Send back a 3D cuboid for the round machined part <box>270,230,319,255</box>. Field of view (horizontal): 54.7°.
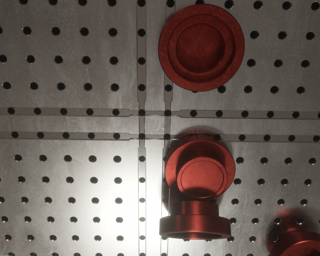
[{"bbox_3d":[0.219,0.200,0.481,0.099,0.042,0.097,0,110,-1],"label":"round machined part"}]

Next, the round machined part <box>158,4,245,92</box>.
[{"bbox_3d":[0.047,-0.096,0.370,0.099,0.042,0.097,0,110,-1],"label":"round machined part"}]

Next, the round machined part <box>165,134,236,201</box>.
[{"bbox_3d":[0.056,0.061,0.428,0.099,0.042,0.097,0,110,-1],"label":"round machined part"}]

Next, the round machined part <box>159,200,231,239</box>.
[{"bbox_3d":[0.049,0.130,0.435,0.099,0.042,0.098,2,155,1],"label":"round machined part"}]
